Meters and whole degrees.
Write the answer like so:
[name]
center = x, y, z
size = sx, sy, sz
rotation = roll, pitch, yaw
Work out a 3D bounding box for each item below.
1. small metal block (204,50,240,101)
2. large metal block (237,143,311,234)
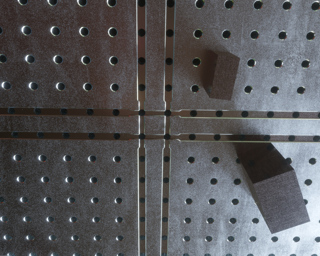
[small metal block]
center = 0.074, -0.065, 0.377
size = 0.025, 0.050, 0.050
rotation = 7, 110, -3
[large metal block]
center = 0.149, 0.078, 0.415
size = 0.050, 0.080, 0.080
rotation = -22, 109, 7
